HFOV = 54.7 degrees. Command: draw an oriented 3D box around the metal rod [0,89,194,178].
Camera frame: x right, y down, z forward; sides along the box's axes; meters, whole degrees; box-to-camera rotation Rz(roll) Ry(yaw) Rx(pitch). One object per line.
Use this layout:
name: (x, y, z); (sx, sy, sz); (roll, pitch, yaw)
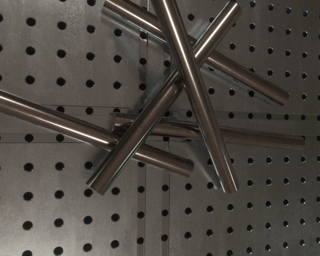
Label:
metal rod: (-0.092, 0.005, 0.379); (0.302, 0.025, 0.025); (22, 83, -19)

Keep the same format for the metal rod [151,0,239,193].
metal rod: (0.049, -0.034, 0.386); (0.025, 0.025, 0.299); (-33, 118, -17)

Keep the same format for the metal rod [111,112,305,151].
metal rod: (0.082, 0.008, 0.444); (0.302, 0.025, 0.025); (7, 88, -20)

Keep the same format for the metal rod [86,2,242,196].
metal rod: (0.013, -0.046, 0.390); (0.025, 0.025, 0.300); (41, 77, -16)

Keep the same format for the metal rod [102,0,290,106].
metal rod: (0.063, -0.104, 0.436); (0.302, 0.025, 0.025); (24, 82, -19)
